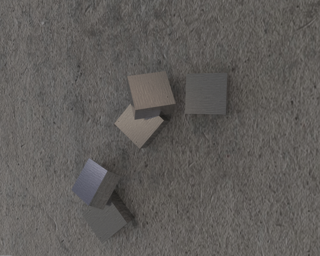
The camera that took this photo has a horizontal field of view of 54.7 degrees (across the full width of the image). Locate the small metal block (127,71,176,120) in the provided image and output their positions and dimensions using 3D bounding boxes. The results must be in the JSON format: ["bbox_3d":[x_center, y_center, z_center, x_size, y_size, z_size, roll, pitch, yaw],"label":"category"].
[{"bbox_3d":[-0.012,-0.042,0.394,0.050,0.025,0.050,-10,65,-12],"label":"small metal block"}]

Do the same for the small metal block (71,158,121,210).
[{"bbox_3d":[-0.088,0.075,0.423,0.050,0.025,0.050,22,82,46],"label":"small metal block"}]

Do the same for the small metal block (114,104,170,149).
[{"bbox_3d":[-0.024,-0.008,0.417,0.050,0.025,0.050,44,103,14],"label":"small metal block"}]

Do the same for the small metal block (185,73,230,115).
[{"bbox_3d":[0.060,-0.042,0.388,0.050,0.025,0.050,2,91,20],"label":"small metal block"}]

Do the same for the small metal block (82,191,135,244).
[{"bbox_3d":[-0.073,0.124,0.435,0.050,0.025,0.050,-42,77,15],"label":"small metal block"}]
